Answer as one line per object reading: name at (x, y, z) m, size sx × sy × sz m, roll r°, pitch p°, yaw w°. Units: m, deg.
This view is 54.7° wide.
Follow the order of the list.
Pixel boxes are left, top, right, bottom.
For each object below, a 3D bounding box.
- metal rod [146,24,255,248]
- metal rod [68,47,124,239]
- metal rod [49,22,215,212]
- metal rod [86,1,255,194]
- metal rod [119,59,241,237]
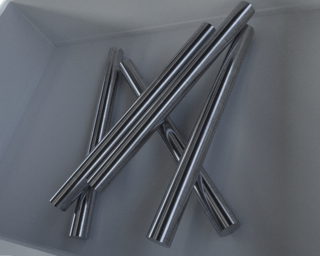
metal rod at (0.058, -0.012, 0.359) m, size 0.025 × 0.025 × 0.300 m, roll 9°, pitch 59°, yaw 31°
metal rod at (-0.086, 0.003, 0.447) m, size 0.025 × 0.025 × 0.299 m, roll -8°, pitch 58°, yaw 23°
metal rod at (-0.029, -0.020, 0.397) m, size 0.025 × 0.025 × 0.300 m, roll 34°, pitch 80°, yaw 38°
metal rod at (0.018, -0.043, 0.388) m, size 0.025 × 0.025 × 0.300 m, roll 34°, pitch 81°, yaw 38°
metal rod at (0.008, 0.001, 0.399) m, size 0.025 × 0.025 × 0.300 m, roll -35°, pitch 51°, yaw 5°
